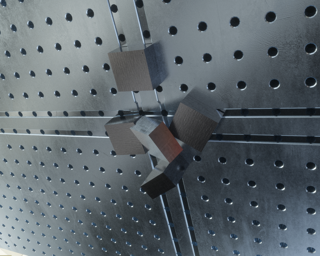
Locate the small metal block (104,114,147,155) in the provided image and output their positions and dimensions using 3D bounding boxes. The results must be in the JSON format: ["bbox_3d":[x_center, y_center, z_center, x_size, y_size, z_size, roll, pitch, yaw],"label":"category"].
[{"bbox_3d":[-0.044,0.010,0.439,0.050,0.025,0.050,-5,116,30],"label":"small metal block"}]

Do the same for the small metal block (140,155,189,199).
[{"bbox_3d":[0.007,0.066,0.431,0.025,0.050,0.050,48,129,-6],"label":"small metal block"}]

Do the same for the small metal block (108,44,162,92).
[{"bbox_3d":[-0.030,-0.073,0.380,0.050,0.025,0.050,1,119,27],"label":"small metal block"}]

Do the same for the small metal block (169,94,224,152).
[{"bbox_3d":[0.043,-0.006,0.384,0.050,0.025,0.050,30,128,8],"label":"small metal block"}]

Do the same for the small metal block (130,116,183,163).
[{"bbox_3d":[-0.005,0.014,0.400,0.050,0.025,0.050,17,147,57],"label":"small metal block"}]
